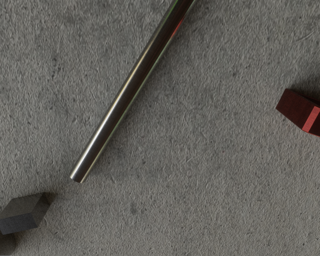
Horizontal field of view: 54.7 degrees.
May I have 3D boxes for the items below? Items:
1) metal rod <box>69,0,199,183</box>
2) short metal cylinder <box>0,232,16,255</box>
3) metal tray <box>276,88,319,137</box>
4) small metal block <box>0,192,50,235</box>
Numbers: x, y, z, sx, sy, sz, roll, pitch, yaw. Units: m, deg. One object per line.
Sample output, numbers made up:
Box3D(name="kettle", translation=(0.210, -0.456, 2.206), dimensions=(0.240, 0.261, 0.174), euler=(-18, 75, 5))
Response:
Box3D(name="metal rod", translation=(-0.035, -0.050, 0.390), dimensions=(0.025, 0.025, 0.299), euler=(31, 107, -11))
Box3D(name="short metal cylinder", translation=(-0.266, 0.183, 0.460), dimensions=(0.081, 0.050, 0.079), euler=(0, 110, -1))
Box3D(name="metal tray", translation=(0.220, -0.005, 0.376), dimensions=(0.131, 0.090, 0.030), euler=(18, 109, -7))
Box3D(name="small metal block", translation=(-0.192, 0.120, 0.438), dimensions=(0.050, 0.050, 0.025), euler=(-13, 110, 4))
